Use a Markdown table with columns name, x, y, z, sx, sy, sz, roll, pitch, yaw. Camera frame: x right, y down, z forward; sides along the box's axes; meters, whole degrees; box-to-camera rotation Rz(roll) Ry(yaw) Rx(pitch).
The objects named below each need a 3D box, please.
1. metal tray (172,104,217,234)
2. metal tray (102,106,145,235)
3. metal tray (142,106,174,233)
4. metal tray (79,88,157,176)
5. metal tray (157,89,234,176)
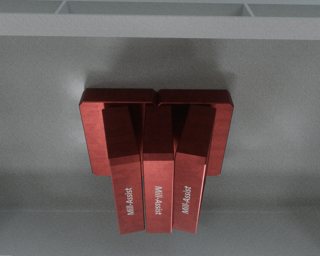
| name | x | y | z | sx | sy | sz | roll | pitch | yaw |
| --- | --- | --- | --- | --- | --- | --- | --- | --- | --- |
| metal tray | 0.039 | 0.049 | 0.364 | 0.030 | 0.090 | 0.129 | 9 | 131 | 11 |
| metal tray | -0.042 | 0.051 | 0.364 | 0.030 | 0.090 | 0.129 | -8 | 131 | -10 |
| metal tray | -0.002 | 0.050 | 0.366 | 0.030 | 0.090 | 0.129 | 0 | 128 | 0 |
| metal tray | -0.050 | 0.010 | 0.410 | 0.091 | 0.030 | 0.129 | 0 | 130 | -1 |
| metal tray | 0.041 | 0.010 | 0.413 | 0.091 | 0.030 | 0.129 | 0 | 130 | -1 |
